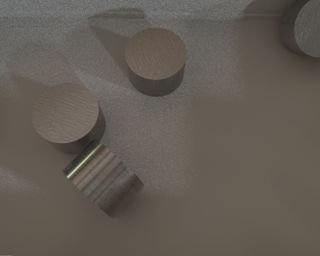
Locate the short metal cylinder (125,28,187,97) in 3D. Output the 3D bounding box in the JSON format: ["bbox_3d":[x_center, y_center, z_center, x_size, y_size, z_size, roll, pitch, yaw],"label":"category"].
[{"bbox_3d":[-0.005,-0.090,0.429,0.081,0.050,0.080,0,70,0],"label":"short metal cylinder"}]

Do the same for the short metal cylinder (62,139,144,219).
[{"bbox_3d":[-0.065,0.058,0.359,0.080,0.080,0.050,40,75,13],"label":"short metal cylinder"}]

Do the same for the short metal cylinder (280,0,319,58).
[{"bbox_3d":[0.215,-0.140,0.428,0.081,0.050,0.079,0,108,-1],"label":"short metal cylinder"}]

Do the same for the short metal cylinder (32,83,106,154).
[{"bbox_3d":[-0.115,-0.011,0.400,0.081,0.050,0.080,0,70,0],"label":"short metal cylinder"}]
